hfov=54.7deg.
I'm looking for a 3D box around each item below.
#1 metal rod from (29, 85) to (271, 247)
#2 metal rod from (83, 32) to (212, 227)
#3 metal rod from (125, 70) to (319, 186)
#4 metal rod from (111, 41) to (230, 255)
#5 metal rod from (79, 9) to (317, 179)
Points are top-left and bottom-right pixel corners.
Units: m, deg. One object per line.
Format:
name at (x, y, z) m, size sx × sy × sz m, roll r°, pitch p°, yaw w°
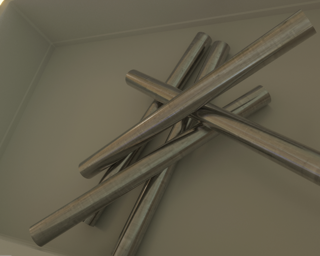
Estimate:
metal rod at (-0.005, 0.038, 0.349) m, size 0.301 × 0.025 × 0.025 m, roll -31°, pitch 51°, yaw -6°
metal rod at (-0.014, -0.008, 0.416) m, size 0.025 × 0.025 × 0.300 m, roll 23°, pitch 73°, yaw 36°
metal rod at (0.051, -0.015, 0.337) m, size 0.025 × 0.025 × 0.300 m, roll -50°, pitch 44°, yaw -7°
metal rod at (0.021, 0.015, 0.384) m, size 0.025 × 0.025 × 0.300 m, roll 15°, pitch 69°, yaw 33°
metal rod at (0.016, -0.018, 0.333) m, size 0.299 × 0.025 × 0.025 m, roll -33°, pitch 50°, yaw 27°
